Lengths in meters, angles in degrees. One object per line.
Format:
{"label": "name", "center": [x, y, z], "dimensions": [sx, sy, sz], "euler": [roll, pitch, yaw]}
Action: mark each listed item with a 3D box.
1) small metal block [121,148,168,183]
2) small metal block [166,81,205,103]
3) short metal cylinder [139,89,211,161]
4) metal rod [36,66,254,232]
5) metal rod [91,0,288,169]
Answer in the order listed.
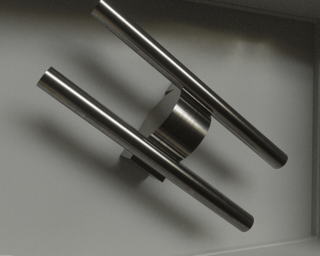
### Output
{"label": "small metal block", "center": [-0.017, 0.040, 0.390], "dimensions": [0.050, 0.050, 0.025], "euler": [38, 78, -16]}
{"label": "small metal block", "center": [0.042, -0.045, 0.412], "dimensions": [0.050, 0.050, 0.025], "euler": [38, 78, -16]}
{"label": "short metal cylinder", "center": [0.017, -0.003, 0.387], "dimensions": [0.050, 0.080, 0.080], "euler": [38, 78, -17]}
{"label": "metal rod", "center": [-0.003, 0.035, 0.357], "dimensions": [0.301, 0.025, 0.025], "euler": [37, 78, -16]}
{"label": "metal rod", "center": [0.048, -0.043, 0.375], "dimensions": [0.301, 0.025, 0.025], "euler": [38, 78, -17]}
